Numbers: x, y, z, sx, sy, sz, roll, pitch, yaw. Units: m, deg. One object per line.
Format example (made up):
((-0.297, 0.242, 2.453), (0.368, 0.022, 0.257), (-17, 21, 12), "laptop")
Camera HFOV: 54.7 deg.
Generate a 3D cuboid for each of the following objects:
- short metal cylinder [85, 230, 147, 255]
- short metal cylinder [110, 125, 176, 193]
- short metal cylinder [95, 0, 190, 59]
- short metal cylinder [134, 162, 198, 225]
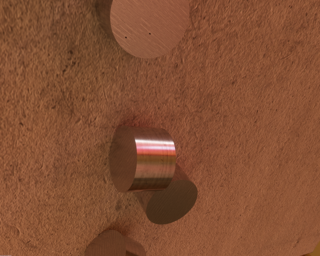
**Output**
((-0.067, 0.198, 0.458), (0.080, 0.080, 0.050), (-43, 129, 2), "short metal cylinder")
((-0.024, 0.038, 0.382), (0.050, 0.080, 0.079), (4, 116, -31), "short metal cylinder")
((-0.018, -0.116, 0.309), (0.081, 0.050, 0.079), (-14, 124, -21), "short metal cylinder")
((0.007, 0.093, 0.452), (0.081, 0.050, 0.079), (-14, 124, -21), "short metal cylinder")
